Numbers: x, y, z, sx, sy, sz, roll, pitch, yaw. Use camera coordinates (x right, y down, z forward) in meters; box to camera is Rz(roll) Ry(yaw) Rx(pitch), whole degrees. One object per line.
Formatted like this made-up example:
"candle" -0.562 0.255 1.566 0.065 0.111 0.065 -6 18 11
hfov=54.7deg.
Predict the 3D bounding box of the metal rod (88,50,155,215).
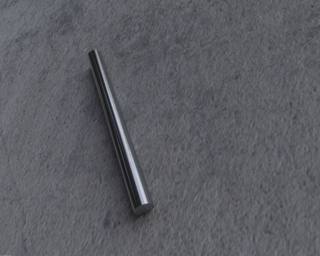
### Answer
"metal rod" -0.066 -0.016 0.446 0.025 0.025 0.299 -30 52 9
